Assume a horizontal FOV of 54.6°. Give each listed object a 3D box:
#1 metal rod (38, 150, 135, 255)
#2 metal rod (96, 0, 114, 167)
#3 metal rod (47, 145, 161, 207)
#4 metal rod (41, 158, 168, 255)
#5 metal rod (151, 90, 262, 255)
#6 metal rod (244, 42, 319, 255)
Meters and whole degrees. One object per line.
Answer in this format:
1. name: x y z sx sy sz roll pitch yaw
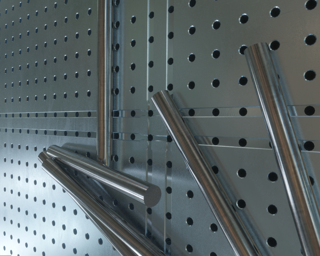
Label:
1. metal rod: -0.120 0.125 0.510 0.300 0.025 0.025 35 112 34
2. metal rod: -0.085 -0.079 0.481 0.025 0.025 0.298 1 91 40
3. metal rod: -0.103 0.060 0.461 0.300 0.025 0.025 10 97 50
4. metal rod: -0.085 0.127 0.466 0.300 0.025 0.025 30 109 31
5. metal rod: 0.065 0.081 0.356 0.025 0.025 0.299 -42 65 32
6. metal rod: 0.134 0.059 0.299 0.025 0.025 0.299 -21 77 38
